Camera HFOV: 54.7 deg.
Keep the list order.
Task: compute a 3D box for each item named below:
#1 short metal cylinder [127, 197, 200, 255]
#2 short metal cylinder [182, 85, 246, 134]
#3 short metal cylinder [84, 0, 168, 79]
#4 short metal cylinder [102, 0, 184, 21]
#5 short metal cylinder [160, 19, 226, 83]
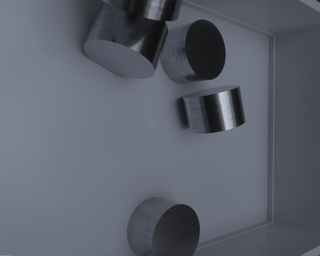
[{"bbox_3d":[0.005,0.133,0.397,0.081,0.050,0.079,0,90,-40],"label":"short metal cylinder"},{"bbox_3d":[0.076,-0.027,0.437,0.081,0.080,0.050,-21,104,-38],"label":"short metal cylinder"},{"bbox_3d":[-0.036,-0.096,0.342,0.080,0.080,0.050,28,73,-37],"label":"short metal cylinder"},{"bbox_3d":[-0.014,-0.139,0.286,0.081,0.080,0.050,-11,133,-40],"label":"short metal cylinder"},{"bbox_3d":[0.046,-0.104,0.431,0.081,0.050,0.079,0,90,-40],"label":"short metal cylinder"}]
